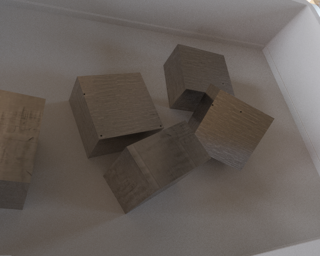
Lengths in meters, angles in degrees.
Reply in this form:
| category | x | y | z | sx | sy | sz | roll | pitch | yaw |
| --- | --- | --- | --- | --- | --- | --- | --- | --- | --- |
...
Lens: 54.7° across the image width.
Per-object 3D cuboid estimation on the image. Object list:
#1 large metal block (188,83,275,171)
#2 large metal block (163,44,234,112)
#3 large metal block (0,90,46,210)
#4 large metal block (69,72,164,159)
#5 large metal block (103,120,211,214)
| category | x | y | z | sx | sy | sz | roll | pitch | yaw |
| --- | --- | --- | --- | --- | --- | --- | --- | --- | --- |
| large metal block | 0.086 | -0.002 | 0.409 | 0.080 | 0.080 | 0.050 | 26 | 12 | -12 |
| large metal block | 0.056 | -0.070 | 0.463 | 0.081 | 0.050 | 0.080 | 7 | 59 | -25 |
| large metal block | -0.141 | 0.022 | 0.281 | 0.050 | 0.080 | 0.080 | 11 | 57 | -22 |
| large metal block | -0.054 | -0.017 | 0.371 | 0.081 | 0.050 | 0.080 | -10 | 67 | -33 |
| large metal block | -0.005 | 0.043 | 0.341 | 0.081 | 0.080 | 0.050 | -24 | 75 | -36 |
